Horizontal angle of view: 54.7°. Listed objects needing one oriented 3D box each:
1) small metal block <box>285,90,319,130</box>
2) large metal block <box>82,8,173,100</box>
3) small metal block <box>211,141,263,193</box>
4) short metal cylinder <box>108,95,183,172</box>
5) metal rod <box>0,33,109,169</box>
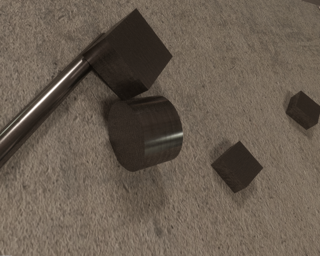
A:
[{"bbox_3d":[0.265,-0.033,0.570,0.050,0.025,0.050,39,51,-3],"label":"small metal block"},{"bbox_3d":[-0.040,-0.096,0.410,0.080,0.050,0.080,49,48,-22],"label":"large metal block"},{"bbox_3d":[0.108,0.054,0.431,0.050,0.025,0.050,-34,81,-38],"label":"small metal block"},{"bbox_3d":[-0.019,0.005,0.357,0.050,0.080,0.080,-13,69,-34],"label":"short metal cylinder"},{"bbox_3d":[-0.134,-0.021,0.345,0.025,0.025,0.301,34,51,-6],"label":"metal rod"}]
